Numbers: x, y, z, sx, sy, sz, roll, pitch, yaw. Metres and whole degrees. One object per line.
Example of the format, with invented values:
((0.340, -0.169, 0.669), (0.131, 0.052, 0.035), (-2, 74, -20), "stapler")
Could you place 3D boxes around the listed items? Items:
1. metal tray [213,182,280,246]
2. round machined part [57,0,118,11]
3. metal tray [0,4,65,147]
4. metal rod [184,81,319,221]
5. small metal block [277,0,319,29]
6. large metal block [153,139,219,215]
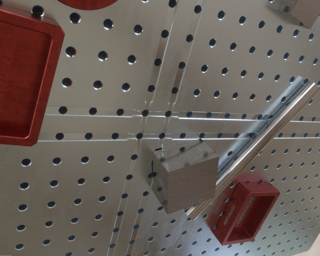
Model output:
((0.169, 0.168, 0.607), (0.091, 0.030, 0.129), (6, 116, -32), "metal tray")
((-0.064, -0.154, 0.271), (0.099, 0.042, 0.097), (-14, 125, -21), "round machined part")
((-0.153, -0.048, 0.294), (0.091, 0.030, 0.129), (9, 114, -33), "metal tray")
((0.152, 0.040, 0.521), (0.300, 0.025, 0.025), (-47, 130, 5), "metal rod")
((0.194, -0.169, 0.415), (0.050, 0.025, 0.050), (16, 110, -35), "small metal block")
((0.037, 0.071, 0.461), (0.081, 0.050, 0.079), (-14, 125, -21), "large metal block")
